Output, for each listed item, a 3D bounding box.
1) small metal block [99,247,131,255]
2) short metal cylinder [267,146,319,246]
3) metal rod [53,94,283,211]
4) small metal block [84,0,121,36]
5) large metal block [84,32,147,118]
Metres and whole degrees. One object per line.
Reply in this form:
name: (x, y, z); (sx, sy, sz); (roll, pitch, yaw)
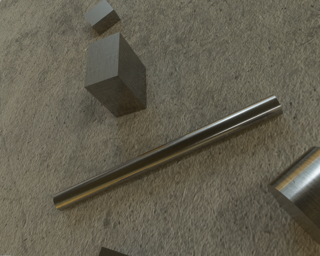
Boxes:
small metal block: (-0.044, 0.160, 0.328); (0.050, 0.025, 0.050); (5, 64, 30)
short metal cylinder: (0.138, 0.062, 0.258); (0.050, 0.080, 0.080); (-41, 51, 0)
metal rod: (0.000, 0.036, 0.380); (0.301, 0.025, 0.025); (-25, 53, 12)
small metal block: (-0.110, -0.210, 0.588); (0.050, 0.025, 0.050); (-37, 51, 3)
large metal block: (-0.060, -0.074, 0.444); (0.050, 0.080, 0.080); (-16, 56, 19)
